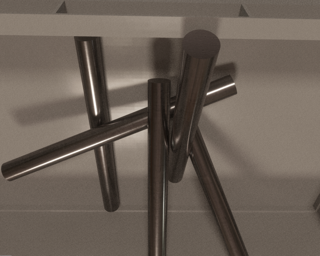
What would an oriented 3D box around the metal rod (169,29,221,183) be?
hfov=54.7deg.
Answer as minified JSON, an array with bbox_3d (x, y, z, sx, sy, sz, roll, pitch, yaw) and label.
[{"bbox_3d":[0.025,0.008,0.338,0.025,0.025,0.299,0,155,-1],"label":"metal rod"}]

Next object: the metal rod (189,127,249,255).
[{"bbox_3d":[0.084,0.114,0.421,0.025,0.025,0.299,-20,101,15],"label":"metal rod"}]

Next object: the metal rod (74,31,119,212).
[{"bbox_3d":[-0.079,0.017,0.422,0.025,0.025,0.298,0,130,-1],"label":"metal rod"}]

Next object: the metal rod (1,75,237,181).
[{"bbox_3d":[-0.053,0.002,0.380,0.301,0.025,0.025,-21,128,5],"label":"metal rod"}]

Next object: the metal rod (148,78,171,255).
[{"bbox_3d":[-0.003,0.087,0.389,0.025,0.025,0.298,0,111,-1],"label":"metal rod"}]
